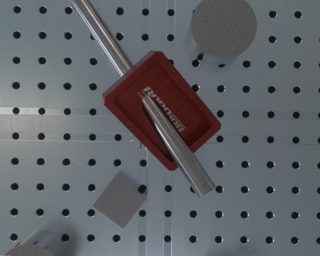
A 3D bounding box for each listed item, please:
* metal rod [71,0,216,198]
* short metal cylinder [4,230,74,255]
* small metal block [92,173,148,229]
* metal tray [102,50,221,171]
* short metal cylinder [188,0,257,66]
[{"bbox_3d":[-0.025,-0.046,0.394,0.025,0.025,0.299,-33,83,0],"label":"metal rod"},{"bbox_3d":[-0.158,0.180,0.400,0.081,0.050,0.079,0,90,0],"label":"short metal cylinder"},{"bbox_3d":[-0.052,0.096,0.413,0.050,0.025,0.050,37,90,0],"label":"small metal block"},{"bbox_3d":[0.004,-0.020,0.389,0.090,0.030,0.130,-43,111,0],"label":"metal tray"},{"bbox_3d":[0.078,-0.125,0.401,0.081,0.050,0.079,0,90,0],"label":"short metal cylinder"}]
